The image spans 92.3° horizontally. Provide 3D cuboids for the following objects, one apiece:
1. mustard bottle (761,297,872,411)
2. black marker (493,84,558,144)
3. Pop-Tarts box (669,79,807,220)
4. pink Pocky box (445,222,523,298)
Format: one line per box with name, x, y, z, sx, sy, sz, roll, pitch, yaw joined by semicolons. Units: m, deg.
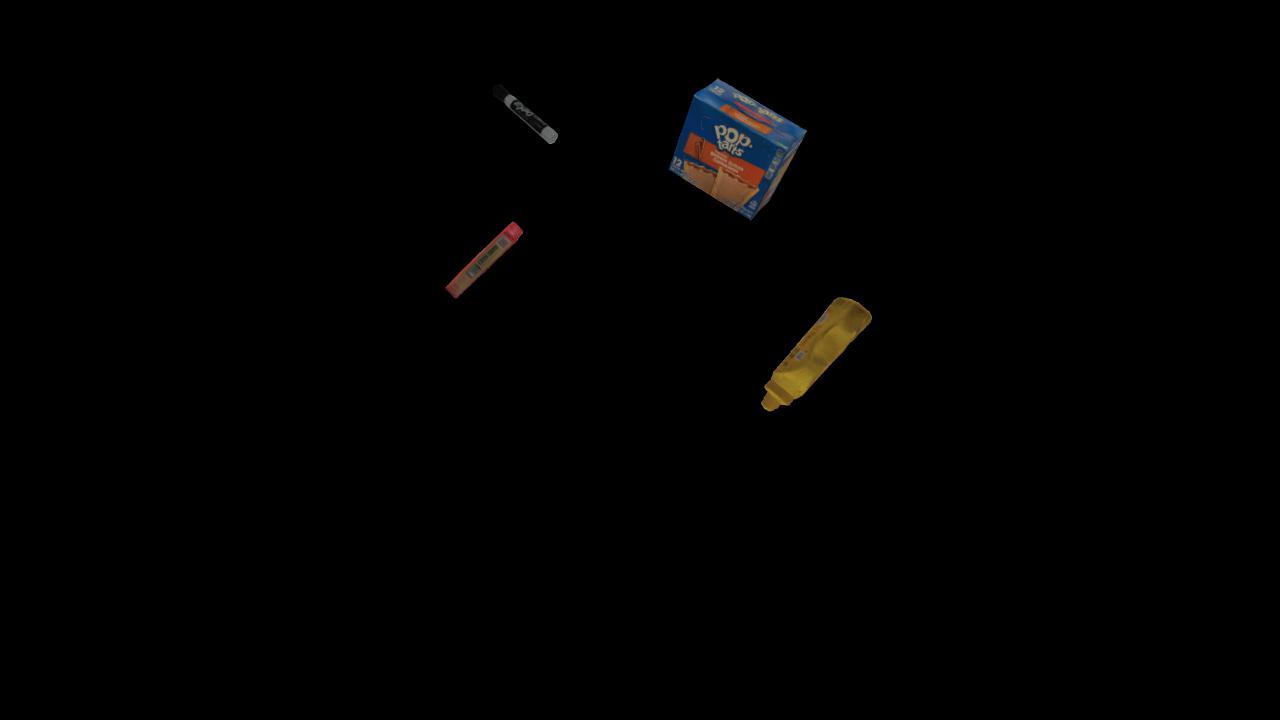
mustard bottle;0.232;-0.002;0.843;0.054;0.184;0.092;41;2;-8
black marker;-0.162;-0.344;0.857;0.121;0.020;0.020;43;11;12
Pop-Tarts box;0.151;-0.334;0.982;0.167;0.083;0.141;34;-37;8
pink Pocky box;-0.275;-0.179;1.093;0.155;0.029;0.084;-39;19;16
